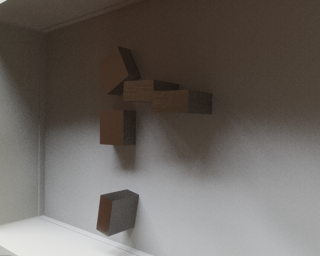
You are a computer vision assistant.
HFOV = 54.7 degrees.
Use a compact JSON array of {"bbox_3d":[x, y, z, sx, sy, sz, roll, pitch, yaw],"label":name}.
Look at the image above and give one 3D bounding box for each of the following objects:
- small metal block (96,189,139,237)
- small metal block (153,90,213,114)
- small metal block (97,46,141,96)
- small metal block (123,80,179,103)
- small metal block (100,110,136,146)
[{"bbox_3d":[-0.059,0.118,0.437,0.025,0.050,0.050,14,99,39],"label":"small metal block"},{"bbox_3d":[0.027,-0.030,0.367,0.050,0.050,0.025,3,92,39],"label":"small metal block"},{"bbox_3d":[-0.061,-0.083,0.455,0.050,0.025,0.050,-34,69,34],"label":"small metal block"},{"bbox_3d":[-0.011,-0.046,0.398,0.050,0.050,0.025,4,93,39],"label":"small metal block"},{"bbox_3d":[-0.062,0.000,0.456,0.050,0.025,0.050,0,90,39],"label":"small metal block"}]
